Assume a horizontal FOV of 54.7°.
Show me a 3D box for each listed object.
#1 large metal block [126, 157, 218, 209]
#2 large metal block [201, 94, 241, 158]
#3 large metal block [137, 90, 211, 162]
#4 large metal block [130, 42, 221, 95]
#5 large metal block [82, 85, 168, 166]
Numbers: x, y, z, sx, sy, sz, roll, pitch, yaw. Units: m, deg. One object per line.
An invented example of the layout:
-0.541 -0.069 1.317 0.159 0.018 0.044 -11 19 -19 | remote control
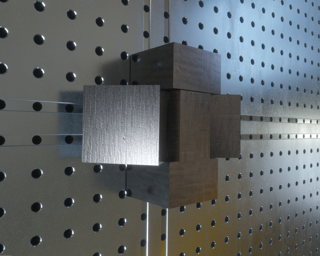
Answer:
0.015 0.062 0.386 0.081 0.080 0.050 1 90 -40 | large metal block
0.074 -0.002 0.427 0.050 0.080 0.079 1 89 -3 | large metal block
0.015 -0.002 0.387 0.050 0.080 0.079 1 89 -40 | large metal block
0.019 -0.068 0.390 0.081 0.080 0.050 1 90 -40 | large metal block
-0.036 -0.004 0.337 0.050 0.080 0.079 1 90 -80 | large metal block
